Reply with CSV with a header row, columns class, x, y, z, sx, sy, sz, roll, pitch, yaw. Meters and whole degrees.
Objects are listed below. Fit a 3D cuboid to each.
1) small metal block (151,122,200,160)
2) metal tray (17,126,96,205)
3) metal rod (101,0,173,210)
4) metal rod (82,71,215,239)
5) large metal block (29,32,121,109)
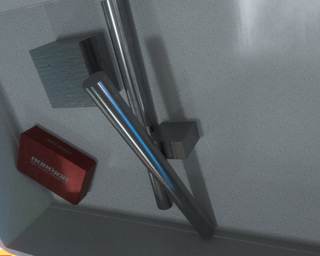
class,x,y,z,sx,sy,sz,roll,pitch,yaw
small metal block,0.016,0.015,0.392,0.050,0.050,0.025,-1,118,28
metal tray,-0.181,0.065,0.533,0.130,0.030,0.089,29,123,9
metal rod,-0.023,-0.013,0.410,0.025,0.025,0.298,1,119,27
metal rod,0.004,0.055,0.379,0.025,0.025,0.299,-7,134,31
large metal block,-0.108,-0.073,0.402,0.080,0.050,0.080,0,119,28
